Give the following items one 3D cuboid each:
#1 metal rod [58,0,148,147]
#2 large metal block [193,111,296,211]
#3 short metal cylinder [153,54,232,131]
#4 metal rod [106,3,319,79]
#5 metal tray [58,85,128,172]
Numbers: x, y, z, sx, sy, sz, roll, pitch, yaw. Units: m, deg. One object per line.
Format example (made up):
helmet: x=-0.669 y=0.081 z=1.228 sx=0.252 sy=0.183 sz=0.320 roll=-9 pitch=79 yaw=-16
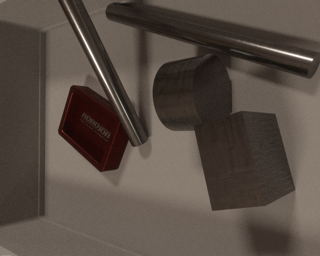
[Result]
metal rod: x=-0.086 y=-0.108 z=0.378 sx=0.025 sy=0.025 sz=0.299 roll=-7 pitch=117 yaw=39
large metal block: x=0.084 y=0.030 z=0.301 sx=0.050 sy=0.081 sz=0.080 roll=-19 pitch=78 yaw=38
short metal cylinder: x=0.037 y=-0.037 z=0.339 sx=0.050 sy=0.081 sz=0.079 roll=-2 pitch=89 yaw=40
metal rod: x=0.036 y=-0.115 z=0.375 sx=0.300 sy=0.025 sz=0.025 roll=28 pitch=108 yaw=36
metal tray: x=-0.104 y=-0.002 z=0.486 sx=0.130 sy=0.030 sz=0.089 roll=33 pitch=110 yaw=34
